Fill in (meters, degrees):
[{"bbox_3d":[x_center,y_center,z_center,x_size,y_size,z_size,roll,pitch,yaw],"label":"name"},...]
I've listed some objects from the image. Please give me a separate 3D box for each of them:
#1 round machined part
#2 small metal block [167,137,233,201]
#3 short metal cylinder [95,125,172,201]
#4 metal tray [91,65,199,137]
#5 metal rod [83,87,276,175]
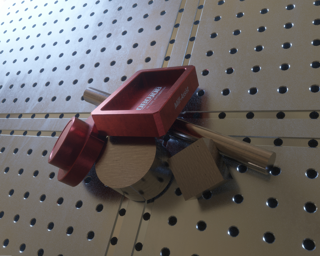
[{"bbox_3d":[-0.111,0.024,0.406,0.098,0.042,0.098,-47,25,30],"label":"round machined part"},{"bbox_3d":[0.043,0.045,0.339,0.050,0.025,0.050,-36,66,25],"label":"small metal block"},{"bbox_3d":[-0.030,0.043,0.377,0.080,0.050,0.080,-13,56,21],"label":"short metal cylinder"},{"bbox_3d":[-0.014,-0.038,0.393,0.090,0.030,0.131,0,33,27],"label":"metal tray"},{"bbox_3d":[0.001,-0.008,0.408,0.300,0.025,0.025,22,73,36],"label":"metal rod"}]
